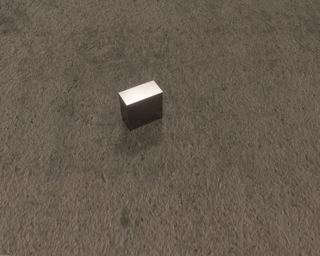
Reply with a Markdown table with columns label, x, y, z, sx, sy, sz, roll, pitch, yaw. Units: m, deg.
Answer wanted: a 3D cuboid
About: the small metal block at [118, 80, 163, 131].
| label | x | y | z | sx | sy | sz | roll | pitch | yaw |
| --- | --- | --- | --- | --- | --- | --- | --- | --- | --- |
| small metal block | -0.025 | -0.029 | 0.411 | 0.050 | 0.050 | 0.025 | -23 | 54 | -18 |
